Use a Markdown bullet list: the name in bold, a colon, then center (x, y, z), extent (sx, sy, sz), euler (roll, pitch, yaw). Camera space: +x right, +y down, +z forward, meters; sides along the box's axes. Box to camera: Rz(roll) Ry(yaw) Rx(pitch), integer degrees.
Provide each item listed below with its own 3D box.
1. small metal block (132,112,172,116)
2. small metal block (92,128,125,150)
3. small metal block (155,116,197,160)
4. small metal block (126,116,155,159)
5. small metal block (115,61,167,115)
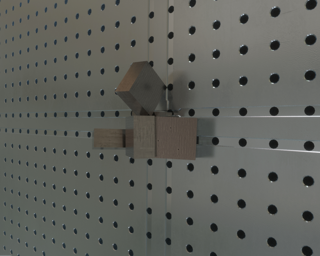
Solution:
- **small metal block**: center (-0.012, 0.003, 0.421), extent (0.050, 0.025, 0.050), euler (3, 92, 40)
- **small metal block**: center (-0.069, 0.017, 0.438), extent (0.050, 0.050, 0.025), euler (154, 116, -73)
- **small metal block**: center (0.020, 0.012, 0.380), extent (0.050, 0.025, 0.050), euler (2, 92, 9)
- **small metal block**: center (-0.026, 0.011, 0.384), extent (0.050, 0.025, 0.050), euler (179, 91, -73)
- **small metal block**: center (-0.023, -0.050, 0.400), extent (0.025, 0.050, 0.050), euler (4, 57, 41)
